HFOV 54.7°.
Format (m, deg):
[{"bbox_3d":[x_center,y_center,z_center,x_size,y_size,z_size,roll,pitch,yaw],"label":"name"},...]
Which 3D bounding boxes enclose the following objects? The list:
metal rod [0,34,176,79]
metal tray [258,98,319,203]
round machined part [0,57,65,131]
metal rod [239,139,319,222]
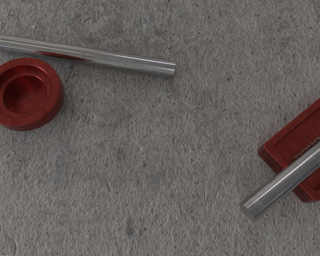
[{"bbox_3d":[-0.127,-0.107,0.446,0.302,0.025,0.025,10,70,3],"label":"metal rod"},{"bbox_3d":[0.205,0.022,0.399,0.131,0.030,0.090,-36,74,-13],"label":"metal tray"},{"bbox_3d":[-0.176,-0.041,0.413,0.099,0.042,0.098,0,70,0],"label":"round machined part"},{"bbox_3d":[0.217,0.010,0.373,0.301,0.025,0.025,-34,74,-12],"label":"metal rod"}]
